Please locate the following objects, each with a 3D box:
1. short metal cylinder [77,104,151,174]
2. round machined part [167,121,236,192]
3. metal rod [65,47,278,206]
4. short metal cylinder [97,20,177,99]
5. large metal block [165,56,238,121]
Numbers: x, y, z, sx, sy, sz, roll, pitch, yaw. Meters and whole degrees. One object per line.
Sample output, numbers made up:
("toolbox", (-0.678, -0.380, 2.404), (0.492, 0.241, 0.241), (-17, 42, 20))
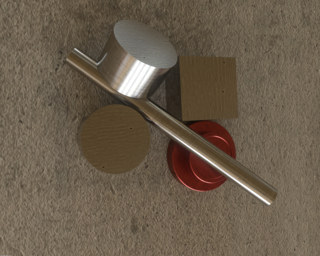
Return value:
("short metal cylinder", (-0.058, 0.013, 0.377), (0.081, 0.050, 0.080), (0, 90, -20))
("round machined part", (0.063, 0.038, 0.424), (0.099, 0.042, 0.097), (0, 90, -20))
("metal rod", (0.017, 0.000, 0.381), (0.301, 0.025, 0.025), (35, 78, -3))
("short metal cylinder", (-0.027, -0.081, 0.367), (0.080, 0.050, 0.080), (21, 43, -21))
("large metal block", (0.055, -0.051, 0.415), (0.081, 0.050, 0.079), (-3, 91, -20))
